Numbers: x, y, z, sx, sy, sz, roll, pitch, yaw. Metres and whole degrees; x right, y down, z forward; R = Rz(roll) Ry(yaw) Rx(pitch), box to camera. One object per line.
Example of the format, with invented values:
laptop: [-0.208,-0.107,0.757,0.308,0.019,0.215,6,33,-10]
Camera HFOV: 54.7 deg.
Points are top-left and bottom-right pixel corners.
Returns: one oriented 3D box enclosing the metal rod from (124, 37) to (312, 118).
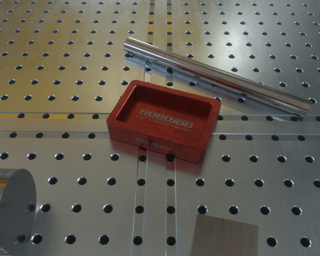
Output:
metal rod: [0.076,-0.083,0.477,0.301,0.025,0.025,24,54,19]

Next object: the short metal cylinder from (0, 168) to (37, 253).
short metal cylinder: [-0.163,0.080,0.304,0.050,0.080,0.080,1,50,1]

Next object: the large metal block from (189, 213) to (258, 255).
large metal block: [0.047,0.131,0.262,0.050,0.080,0.080,10,51,8]

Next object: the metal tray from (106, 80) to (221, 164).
metal tray: [0.007,-0.012,0.414,0.130,0.030,0.090,16,52,12]
